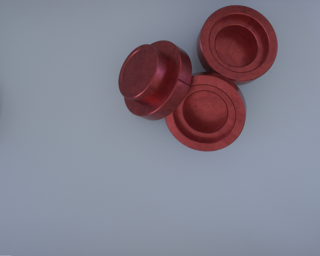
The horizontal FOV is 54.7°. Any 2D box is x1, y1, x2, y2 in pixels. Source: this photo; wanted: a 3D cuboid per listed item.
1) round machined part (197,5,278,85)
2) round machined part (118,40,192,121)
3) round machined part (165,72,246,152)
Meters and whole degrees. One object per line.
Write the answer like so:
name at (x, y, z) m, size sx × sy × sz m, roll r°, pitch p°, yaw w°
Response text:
round machined part at (0.095, -0.102, 0.399) m, size 0.099 × 0.042 × 0.097 m, roll 1°, pitch 83°, yaw -6°
round machined part at (-0.013, -0.061, 0.374) m, size 0.042 × 0.098 × 0.098 m, roll 21°, pitch 90°, yaw -43°
round machined part at (0.058, -0.023, 0.391) m, size 0.098 × 0.042 × 0.097 m, roll 7°, pitch 113°, yaw 16°
